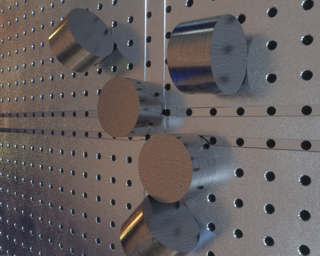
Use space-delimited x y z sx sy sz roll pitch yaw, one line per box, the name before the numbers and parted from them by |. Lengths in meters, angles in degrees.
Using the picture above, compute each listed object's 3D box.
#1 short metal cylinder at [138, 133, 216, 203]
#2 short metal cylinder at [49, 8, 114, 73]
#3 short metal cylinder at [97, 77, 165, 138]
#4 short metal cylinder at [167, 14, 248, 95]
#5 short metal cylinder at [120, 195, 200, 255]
short metal cylinder | 0.020 0.046 0.375 0.080 0.050 0.079 0 90 39
short metal cylinder | -0.117 -0.131 0.468 0.050 0.081 0.080 -27 73 36
short metal cylinder | -0.040 -0.027 0.424 0.080 0.050 0.079 0 90 39
short metal cylinder | 0.052 -0.076 0.329 0.050 0.081 0.079 5 94 39
short metal cylinder | 0.000 0.125 0.372 0.080 0.081 0.050 52 120 27
